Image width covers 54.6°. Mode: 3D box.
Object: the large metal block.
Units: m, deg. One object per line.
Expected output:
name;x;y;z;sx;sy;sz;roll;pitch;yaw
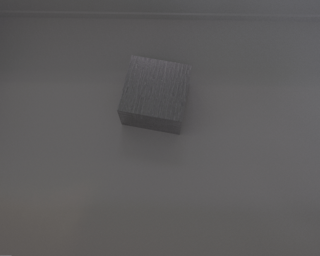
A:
large metal block;-0.005;-0.043;0.412;0.080;0.050;0.080;10;70;4
